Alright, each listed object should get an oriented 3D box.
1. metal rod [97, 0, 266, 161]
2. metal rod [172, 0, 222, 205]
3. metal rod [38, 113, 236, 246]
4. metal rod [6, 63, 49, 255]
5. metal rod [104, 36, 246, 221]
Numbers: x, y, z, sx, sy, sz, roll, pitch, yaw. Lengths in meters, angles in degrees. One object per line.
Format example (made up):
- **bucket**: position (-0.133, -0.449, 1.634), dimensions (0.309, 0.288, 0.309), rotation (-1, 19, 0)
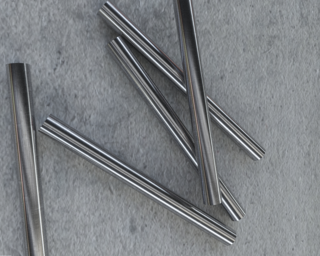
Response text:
- **metal rod**: position (0.039, -0.055, 0.424), dimensions (0.300, 0.025, 0.025), rotation (41, 77, -16)
- **metal rod**: position (0.046, -0.049, 0.399), dimensions (0.025, 0.025, 0.298), rotation (-10, 94, -20)
- **metal rod**: position (-0.016, 0.076, 0.403), dimensions (0.301, 0.025, 0.025), rotation (35, 79, -17)
- **metal rod**: position (-0.148, 0.077, 0.354), dimensions (0.025, 0.025, 0.298), rotation (-6, 92, -20)
- **metal rod**: position (0.027, 0.009, 0.420), dimensions (0.025, 0.025, 0.299), rotation (-40, 103, -16)
